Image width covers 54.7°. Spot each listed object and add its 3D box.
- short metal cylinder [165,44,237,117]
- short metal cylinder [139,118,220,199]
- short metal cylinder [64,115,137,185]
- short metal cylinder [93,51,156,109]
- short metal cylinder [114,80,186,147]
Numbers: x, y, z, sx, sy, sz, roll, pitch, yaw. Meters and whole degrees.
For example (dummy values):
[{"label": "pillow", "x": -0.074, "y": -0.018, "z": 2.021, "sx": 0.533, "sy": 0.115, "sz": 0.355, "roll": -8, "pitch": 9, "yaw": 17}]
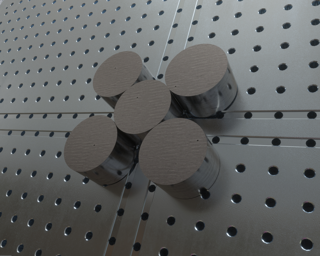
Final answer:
[{"label": "short metal cylinder", "x": 0.053, "y": -0.061, "z": 0.398, "sx": 0.080, "sy": 0.050, "sz": 0.080, "roll": -13, "pitch": 56, "yaw": 20}, {"label": "short metal cylinder", "x": 0.023, "y": 0.035, "z": 0.357, "sx": 0.080, "sy": 0.050, "sz": 0.080, "roll": -13, "pitch": 56, "yaw": 20}, {"label": "short metal cylinder", "x": -0.079, "y": 0.030, "z": 0.412, "sx": 0.080, "sy": 0.050, "sz": 0.080, "roll": -13, "pitch": 56, "yaw": 20}, {"label": "short metal cylinder", "x": -0.051, "y": -0.066, "z": 0.457, "sx": 0.080, "sy": 0.050, "sz": 0.080, "roll": -13, "pitch": 56, "yaw": 20}, {"label": "short metal cylinder", "x": -0.013, "y": -0.016, "z": 0.407, "sx": 0.080, "sy": 0.050, "sz": 0.080, "roll": -13, "pitch": 56, "yaw": 20}]
